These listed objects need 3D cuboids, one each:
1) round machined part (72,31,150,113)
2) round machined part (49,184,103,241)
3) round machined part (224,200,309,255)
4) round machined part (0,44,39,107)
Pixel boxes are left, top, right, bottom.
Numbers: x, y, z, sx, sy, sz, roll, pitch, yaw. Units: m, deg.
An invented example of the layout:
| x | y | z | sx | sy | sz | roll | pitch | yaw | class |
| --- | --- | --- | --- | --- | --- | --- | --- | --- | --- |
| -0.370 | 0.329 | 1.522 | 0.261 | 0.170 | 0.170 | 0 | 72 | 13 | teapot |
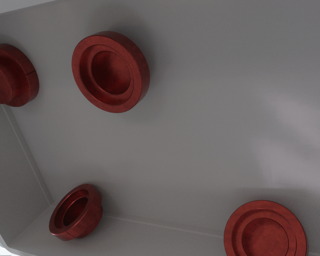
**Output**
| x | y | z | sx | sy | sz | roll | pitch | yaw | class |
| --- | --- | --- | --- | --- | --- | --- | --- | --- | --- |
| -0.056 | -0.071 | 0.383 | 0.098 | 0.042 | 0.097 | 13 | 124 | 21 | round machined part |
| -0.137 | 0.147 | 0.528 | 0.098 | 0.098 | 0.042 | -17 | 126 | 35 | round machined part |
| 0.135 | 0.145 | 0.393 | 0.098 | 0.098 | 0.042 | -4 | 154 | 30 | round machined part |
| -0.240 | -0.076 | 0.475 | 0.098 | 0.042 | 0.097 | 12 | 123 | 19 | round machined part |
